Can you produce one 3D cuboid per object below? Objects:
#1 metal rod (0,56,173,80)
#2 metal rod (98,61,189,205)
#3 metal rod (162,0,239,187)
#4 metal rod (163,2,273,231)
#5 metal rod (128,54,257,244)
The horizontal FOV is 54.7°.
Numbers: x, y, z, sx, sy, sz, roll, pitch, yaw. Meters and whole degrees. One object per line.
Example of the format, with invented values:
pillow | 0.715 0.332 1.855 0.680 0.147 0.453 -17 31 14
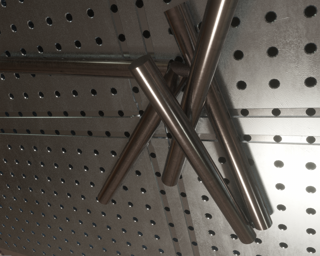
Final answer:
metal rod | -0.123 -0.084 0.422 0.301 0.025 0.025 7 121 24
metal rod | -0.036 0.029 0.432 0.025 0.025 0.298 36 133 4
metal rod | 0.036 -0.028 0.343 0.025 0.025 0.298 25 137 12
metal rod | 0.077 0.001 0.370 0.025 0.025 0.299 -13 112 33
metal rod | 0.053 0.046 0.368 0.025 0.025 0.299 -12 126 33
